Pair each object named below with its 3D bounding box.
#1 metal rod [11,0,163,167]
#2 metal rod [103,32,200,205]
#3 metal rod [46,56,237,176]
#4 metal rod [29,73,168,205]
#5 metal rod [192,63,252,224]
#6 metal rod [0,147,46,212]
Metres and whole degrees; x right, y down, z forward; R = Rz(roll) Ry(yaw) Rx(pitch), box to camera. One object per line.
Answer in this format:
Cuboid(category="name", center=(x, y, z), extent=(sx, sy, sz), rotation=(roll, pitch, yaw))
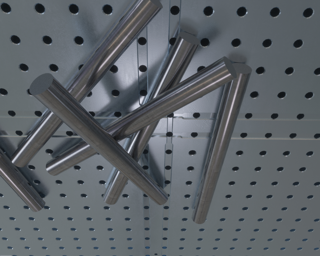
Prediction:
Cuboid(category="metal rod", center=(-0.105, -0.040, 0.376), extent=(0.025, 0.025, 0.299), rotation=(34, 122, -25))
Cuboid(category="metal rod", center=(-0.025, 0.010, 0.419), extent=(0.025, 0.025, 0.298), rotation=(17, 128, -14))
Cuboid(category="metal rod", center=(-0.044, -0.001, 0.385), extent=(0.299, 0.025, 0.025), rotation=(-28, 125, 30))
Cuboid(category="metal rod", center=(-0.052, 0.038, 0.394), extent=(0.025, 0.025, 0.300), rotation=(-17, 143, 14))
Cuboid(category="metal rod", center=(0.080, 0.045, 0.450), extent=(0.025, 0.025, 0.298), rotation=(3, 130, -3))
Cuboid(category="metal rod", center=(-0.243, 0.020, 0.426), extent=(0.025, 0.025, 0.299), rotation=(-12, 129, 10))
